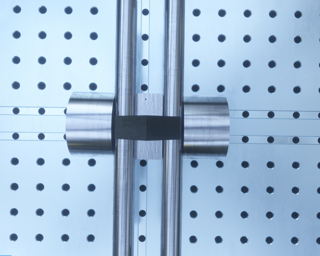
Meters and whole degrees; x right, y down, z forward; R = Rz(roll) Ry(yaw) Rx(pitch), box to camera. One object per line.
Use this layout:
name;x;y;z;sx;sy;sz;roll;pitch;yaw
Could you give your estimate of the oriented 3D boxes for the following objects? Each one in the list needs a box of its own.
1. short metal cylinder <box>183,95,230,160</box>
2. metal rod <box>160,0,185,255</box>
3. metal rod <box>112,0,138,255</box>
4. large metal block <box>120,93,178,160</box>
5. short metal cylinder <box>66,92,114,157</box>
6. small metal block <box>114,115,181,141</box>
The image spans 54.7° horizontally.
short metal cylinder;0.053;0.000;0.382;0.050;0.080;0.079;1;90;1
metal rod;0.015;0.000;0.360;0.025;0.025;0.298;1;90;0
metal rod;-0.041;0.002;0.360;0.025;0.025;0.298;1;90;0
large metal block;-0.014;-0.002;0.397;0.081;0.050;0.079;1;90;0
short metal cylinder;-0.079;-0.004;0.382;0.050;0.080;0.079;1;90;0
small metal block;-0.013;0.000;0.334;0.050;0.050;0.025;1;91;44
